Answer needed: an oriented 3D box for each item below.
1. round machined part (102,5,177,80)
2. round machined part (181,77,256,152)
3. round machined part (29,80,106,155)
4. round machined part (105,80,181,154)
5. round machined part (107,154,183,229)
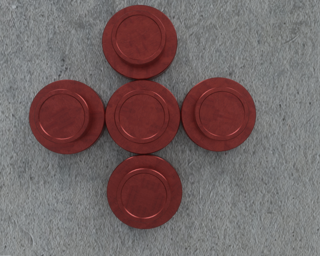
[{"bbox_3d":[-0.027,-0.112,0.402,0.099,0.042,0.097,0,90,-1],"label":"round machined part"},{"bbox_3d":[0.077,-0.018,0.404,0.099,0.042,0.097,0,90,-1],"label":"round machined part"},{"bbox_3d":[-0.121,-0.014,0.401,0.099,0.042,0.097,0,90,-1],"label":"round machined part"},{"bbox_3d":[-0.022,-0.014,0.402,0.099,0.042,0.097,0,90,-1],"label":"round machined part"},{"bbox_3d":[-0.020,0.083,0.402,0.099,0.042,0.097,0,90,-1],"label":"round machined part"}]
